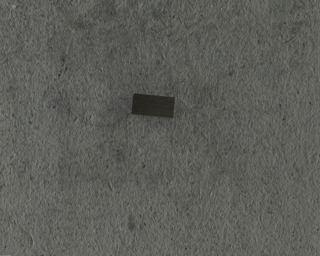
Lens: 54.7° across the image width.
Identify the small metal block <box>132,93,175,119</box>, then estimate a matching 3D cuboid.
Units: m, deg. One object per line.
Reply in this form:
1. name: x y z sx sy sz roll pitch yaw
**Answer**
1. small metal block: -0.008 -0.027 0.398 0.050 0.050 0.025 5 90 -1
